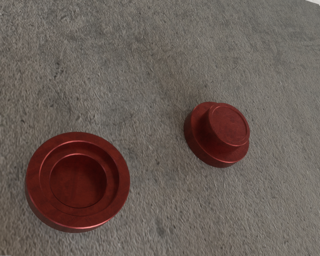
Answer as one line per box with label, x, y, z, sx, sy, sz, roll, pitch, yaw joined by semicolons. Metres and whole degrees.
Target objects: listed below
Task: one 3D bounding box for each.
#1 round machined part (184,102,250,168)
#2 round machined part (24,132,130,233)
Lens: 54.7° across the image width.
round machined part;0.087;0.003;0.437;0.099;0.042;0.098;14;56;-21
round machined part;-0.084;0.056;0.313;0.099;0.042;0.098;14;56;-21
